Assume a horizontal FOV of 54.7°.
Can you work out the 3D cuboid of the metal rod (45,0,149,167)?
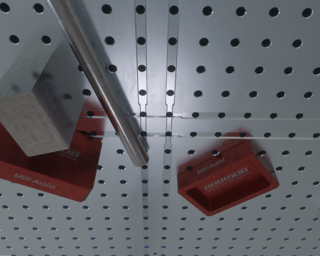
[{"bbox_3d":[-0.072,-0.061,0.358,0.025,0.025,0.299,-14,129,11],"label":"metal rod"}]

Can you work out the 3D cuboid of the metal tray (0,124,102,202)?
[{"bbox_3d":[-0.146,0.033,0.395,0.131,0.090,0.030,23,126,-18],"label":"metal tray"}]

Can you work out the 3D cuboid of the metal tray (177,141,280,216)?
[{"bbox_3d":[0.103,0.083,0.479,0.130,0.030,0.090,-32,124,24],"label":"metal tray"}]

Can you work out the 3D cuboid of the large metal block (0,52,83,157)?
[{"bbox_3d":[-0.135,-0.027,0.351,0.050,0.080,0.080,-12,129,9],"label":"large metal block"}]
